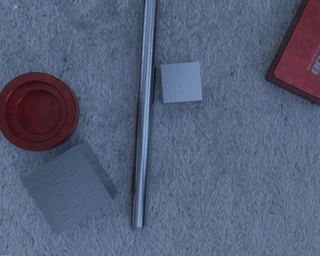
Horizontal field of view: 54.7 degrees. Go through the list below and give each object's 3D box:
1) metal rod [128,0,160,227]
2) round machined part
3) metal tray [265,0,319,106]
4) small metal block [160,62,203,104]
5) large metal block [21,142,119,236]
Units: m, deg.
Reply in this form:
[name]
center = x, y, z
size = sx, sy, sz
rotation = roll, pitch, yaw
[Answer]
[metal rod]
center = -0.021, -0.022, 0.409
size = 0.025, 0.025, 0.298
rotation = 3, 90, 0
[round machined part]
center = -0.153, -0.020, 0.400
size = 0.099, 0.042, 0.097
rotation = 0, 90, 0
[metal tray]
center = 0.211, -0.105, 0.409
size = 0.090, 0.030, 0.130
rotation = 26, 90, 0
[small metal block]
center = 0.028, -0.059, 0.410
size = 0.050, 0.025, 0.050
rotation = -5, 90, 0
[large metal block]
center = -0.112, 0.074, 0.397
size = 0.080, 0.050, 0.080
rotation = -32, 90, 0
